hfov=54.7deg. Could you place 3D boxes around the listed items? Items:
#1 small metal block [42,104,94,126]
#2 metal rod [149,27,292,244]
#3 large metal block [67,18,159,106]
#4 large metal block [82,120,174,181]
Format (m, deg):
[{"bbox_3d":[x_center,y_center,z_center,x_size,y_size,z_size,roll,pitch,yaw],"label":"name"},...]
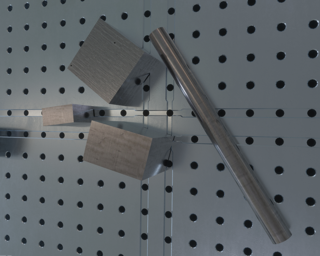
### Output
[{"bbox_3d":[-0.131,-0.018,0.445,0.050,0.050,0.025,-6,88,20],"label":"small metal block"},{"bbox_3d":[0.069,0.001,0.388,0.025,0.025,0.299,-33,80,17],"label":"metal rod"},{"bbox_3d":[-0.063,-0.087,0.422,0.080,0.050,0.080,40,102,15],"label":"large metal block"},{"bbox_3d":[-0.037,0.025,0.396,0.080,0.080,0.050,16,96,19],"label":"large metal block"}]
